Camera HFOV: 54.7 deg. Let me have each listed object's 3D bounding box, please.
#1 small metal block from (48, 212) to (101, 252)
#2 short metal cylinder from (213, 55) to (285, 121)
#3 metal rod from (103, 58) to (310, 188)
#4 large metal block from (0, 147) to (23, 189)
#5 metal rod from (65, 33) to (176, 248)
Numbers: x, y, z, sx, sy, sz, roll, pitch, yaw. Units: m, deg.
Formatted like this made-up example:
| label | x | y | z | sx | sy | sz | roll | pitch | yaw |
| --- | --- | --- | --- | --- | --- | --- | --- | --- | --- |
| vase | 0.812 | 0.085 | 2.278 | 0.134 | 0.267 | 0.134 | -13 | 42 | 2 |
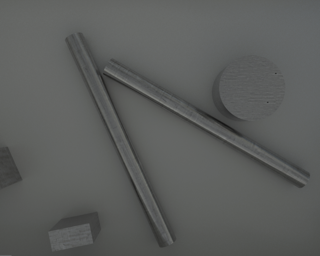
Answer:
| label | x | y | z | sx | sy | sz | roll | pitch | yaw |
| --- | --- | --- | --- | --- | --- | --- | --- | --- | --- |
| small metal block | -0.108 | 0.132 | 0.398 | 0.050 | 0.050 | 0.025 | -11 | 90 | 0 |
| short metal cylinder | 0.112 | -0.049 | 0.400 | 0.081 | 0.050 | 0.079 | 0 | 90 | -1 |
| metal rod | 0.062 | -0.006 | 0.412 | 0.301 | 0.025 | 0.025 | 30 | 90 | -1 |
| large metal block | -0.234 | 0.064 | 0.381 | 0.080 | 0.080 | 0.050 | -23 | 90 | 0 |
| metal rod | -0.052 | 0.016 | 0.410 | 0.025 | 0.025 | 0.299 | -25 | 90 | 0 |
